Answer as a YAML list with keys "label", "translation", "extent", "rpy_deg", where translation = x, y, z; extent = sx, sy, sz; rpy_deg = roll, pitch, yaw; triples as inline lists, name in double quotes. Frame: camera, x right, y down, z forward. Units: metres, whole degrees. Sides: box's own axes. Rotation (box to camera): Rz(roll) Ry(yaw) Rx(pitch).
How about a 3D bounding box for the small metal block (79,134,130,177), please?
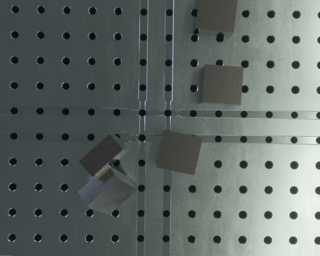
- label: "small metal block"
  translation: [-0.070, 0.035, 0.399]
  extent: [0.050, 0.050, 0.025]
  rpy_deg: [-42, 84, 0]

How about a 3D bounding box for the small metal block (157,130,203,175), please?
- label: "small metal block"
  translation: [0.026, 0.032, 0.414]
  extent: [0.050, 0.025, 0.050]
  rpy_deg: [12, 90, -1]

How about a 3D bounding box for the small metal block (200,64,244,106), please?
- label: "small metal block"
  translation: [0.082, -0.056, 0.414]
  extent: [0.050, 0.025, 0.050]
  rpy_deg: [4, 90, -1]

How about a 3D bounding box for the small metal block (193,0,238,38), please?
- label: "small metal block"
  translation: [0.074, -0.151, 0.414]
  extent: [0.050, 0.025, 0.050]
  rpy_deg: [7, 90, -1]

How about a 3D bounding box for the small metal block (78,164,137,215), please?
- label: "small metal block"
  translation: [-0.066, 0.080, 0.398]
  extent: [0.050, 0.050, 0.025]
  rpy_deg: [-43, 53, 0]
